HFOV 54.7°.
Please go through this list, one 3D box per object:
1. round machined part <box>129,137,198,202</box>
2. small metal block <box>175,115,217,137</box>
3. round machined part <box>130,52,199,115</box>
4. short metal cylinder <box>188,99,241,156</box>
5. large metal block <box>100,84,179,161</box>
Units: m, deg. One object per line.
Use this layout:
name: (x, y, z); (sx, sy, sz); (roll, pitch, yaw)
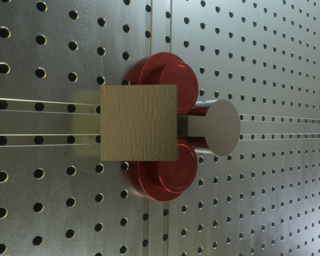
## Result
round machined part: (0.011, 0.048, 0.408); (0.099, 0.042, 0.097); (0, 90, -40)
small metal block: (0.036, -0.002, 0.394); (0.050, 0.050, 0.025); (2, 89, -40)
round machined part: (0.013, -0.052, 0.409); (0.099, 0.042, 0.097); (0, 90, -40)
short metal cylinder: (0.073, -0.001, 0.452); (0.081, 0.050, 0.080); (0, 90, -40)
large metal block: (-0.020, -0.006, 0.349); (0.050, 0.080, 0.080); (-6, 96, -85)
